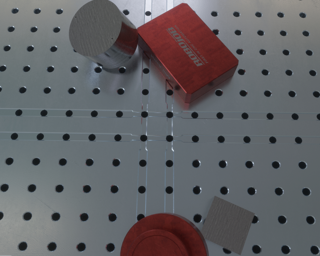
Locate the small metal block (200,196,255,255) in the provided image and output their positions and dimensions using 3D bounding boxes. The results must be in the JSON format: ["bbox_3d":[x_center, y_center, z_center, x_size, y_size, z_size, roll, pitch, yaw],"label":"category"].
[{"bbox_3d":[0.078,0.116,0.370,0.050,0.025,0.050,23,72,8],"label":"small metal block"}]

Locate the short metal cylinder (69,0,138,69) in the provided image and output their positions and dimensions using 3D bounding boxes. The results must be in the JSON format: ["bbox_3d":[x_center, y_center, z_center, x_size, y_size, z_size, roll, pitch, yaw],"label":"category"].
[{"bbox_3d":[-0.077,-0.129,0.430,0.080,0.050,0.080,-3,80,20],"label":"short metal cylinder"}]

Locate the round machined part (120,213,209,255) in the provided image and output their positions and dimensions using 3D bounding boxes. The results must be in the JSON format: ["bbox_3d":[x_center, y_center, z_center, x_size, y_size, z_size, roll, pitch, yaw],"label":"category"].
[{"bbox_3d":[0.002,0.144,0.337,0.098,0.042,0.098,-3,77,13],"label":"round machined part"}]

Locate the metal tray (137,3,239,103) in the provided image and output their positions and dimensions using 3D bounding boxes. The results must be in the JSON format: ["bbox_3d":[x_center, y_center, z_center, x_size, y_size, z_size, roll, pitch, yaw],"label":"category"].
[{"bbox_3d":[0.038,-0.111,0.450,0.090,0.030,0.130,-33,74,-12],"label":"metal tray"}]
